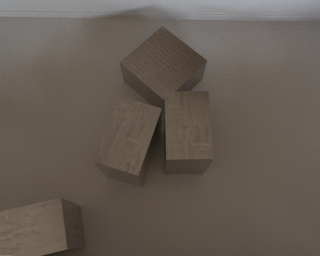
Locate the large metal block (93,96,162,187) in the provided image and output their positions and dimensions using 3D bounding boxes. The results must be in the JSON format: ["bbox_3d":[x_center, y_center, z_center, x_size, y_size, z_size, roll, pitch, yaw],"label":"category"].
[{"bbox_3d":[-0.034,0.020,0.373,0.050,0.080,0.080,17,71,6],"label":"large metal block"}]

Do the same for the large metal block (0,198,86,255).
[{"bbox_3d":[-0.133,0.115,0.337,0.081,0.080,0.050,-12,71,-5],"label":"large metal block"}]

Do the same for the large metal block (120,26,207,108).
[{"bbox_3d":[0.005,-0.078,0.425,0.080,0.050,0.080,42,75,13],"label":"large metal block"}]

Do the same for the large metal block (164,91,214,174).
[{"bbox_3d":[0.031,0.009,0.378,0.050,0.080,0.080,-1,70,-1],"label":"large metal block"}]
